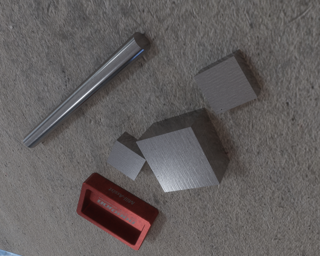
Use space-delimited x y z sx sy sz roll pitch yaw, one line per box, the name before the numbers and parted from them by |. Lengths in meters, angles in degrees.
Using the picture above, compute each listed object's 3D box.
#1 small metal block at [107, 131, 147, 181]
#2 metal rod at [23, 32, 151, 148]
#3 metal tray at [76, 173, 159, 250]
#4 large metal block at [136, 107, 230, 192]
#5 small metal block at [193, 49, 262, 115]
small metal block | -0.044 0.042 0.454 0.050 0.025 0.050 33 129 5
metal rod | -0.122 -0.038 0.445 0.299 0.025 0.025 -31 101 37
metal tray | -0.076 0.143 0.529 0.130 0.030 0.089 29 128 9
large metal block | 0.030 0.030 0.392 0.080 0.050 0.080 -17 110 34
small metal block | 0.074 -0.049 0.337 0.050 0.025 0.050 -24 106 36
